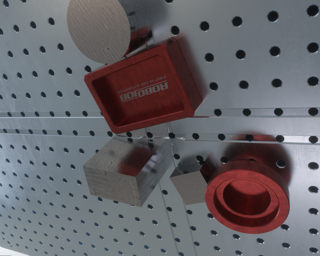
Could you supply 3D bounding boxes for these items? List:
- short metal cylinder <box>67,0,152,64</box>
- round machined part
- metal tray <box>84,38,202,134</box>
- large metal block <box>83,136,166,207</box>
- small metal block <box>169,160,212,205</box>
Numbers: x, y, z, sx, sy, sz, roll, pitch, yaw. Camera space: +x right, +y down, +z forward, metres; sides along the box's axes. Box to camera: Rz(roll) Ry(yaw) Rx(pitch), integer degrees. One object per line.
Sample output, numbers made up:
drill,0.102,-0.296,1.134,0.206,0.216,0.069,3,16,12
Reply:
short metal cylinder,-0.056,-0.119,0.351,0.080,0.050,0.079,13,124,21
round machined part,0.110,0.081,0.388,0.098,0.042,0.097,9,120,17
metal tray,-0.024,-0.047,0.391,0.130,0.030,0.090,-13,112,33
large metal block,-0.046,0.057,0.436,0.080,0.080,0.050,7,122,24
small metal block,0.050,0.077,0.433,0.050,0.025,0.050,-20,108,35
